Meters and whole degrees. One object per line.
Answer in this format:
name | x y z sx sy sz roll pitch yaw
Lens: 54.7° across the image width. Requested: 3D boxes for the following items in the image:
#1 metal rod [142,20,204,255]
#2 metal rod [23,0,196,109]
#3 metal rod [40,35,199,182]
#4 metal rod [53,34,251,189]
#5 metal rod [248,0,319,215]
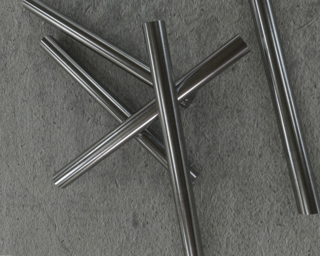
metal rod | 0.019 0.030 0.364 0.025 0.025 0.298 -6 102 20
metal rod | -0.081 -0.115 0.437 0.300 0.025 0.025 34 101 16
metal rod | -0.065 -0.031 0.431 0.300 0.025 0.025 43 103 15
metal rod | -0.022 -0.011 0.389 0.300 0.025 0.025 -36 79 16
metal rod | 0.139 -0.052 0.359 0.025 0.025 0.298 -13 86 19
